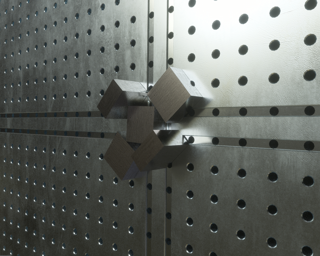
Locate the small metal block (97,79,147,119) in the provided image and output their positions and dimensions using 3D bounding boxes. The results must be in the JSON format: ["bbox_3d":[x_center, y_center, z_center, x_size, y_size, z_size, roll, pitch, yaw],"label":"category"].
[{"bbox_3d":[-0.052,-0.040,0.437,0.025,0.050,0.050,51,121,27],"label":"small metal block"}]

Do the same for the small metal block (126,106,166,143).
[{"bbox_3d":[-0.019,-0.004,0.425,0.050,0.025,0.050,5,92,41],"label":"small metal block"}]

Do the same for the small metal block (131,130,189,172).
[{"bbox_3d":[0.000,0.028,0.394,0.050,0.050,0.025,-50,60,28],"label":"small metal block"}]

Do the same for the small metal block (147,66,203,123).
[{"bbox_3d":[0.018,-0.041,0.396,0.050,0.025,0.050,-48,62,30],"label":"small metal block"}]

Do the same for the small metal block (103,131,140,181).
[{"bbox_3d":[-0.050,0.040,0.451,0.050,0.025,0.050,45,117,30],"label":"small metal block"}]
